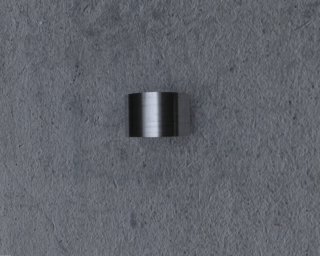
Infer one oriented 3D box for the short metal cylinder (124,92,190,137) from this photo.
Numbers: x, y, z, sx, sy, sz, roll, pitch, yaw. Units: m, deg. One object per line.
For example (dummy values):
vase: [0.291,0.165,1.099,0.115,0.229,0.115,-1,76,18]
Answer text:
short metal cylinder: [-0.003,-0.015,0.382,0.080,0.080,0.050,-1,90,19]
